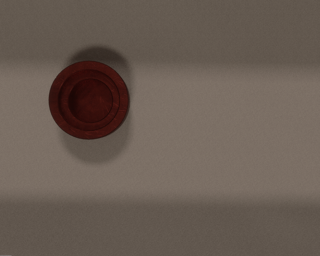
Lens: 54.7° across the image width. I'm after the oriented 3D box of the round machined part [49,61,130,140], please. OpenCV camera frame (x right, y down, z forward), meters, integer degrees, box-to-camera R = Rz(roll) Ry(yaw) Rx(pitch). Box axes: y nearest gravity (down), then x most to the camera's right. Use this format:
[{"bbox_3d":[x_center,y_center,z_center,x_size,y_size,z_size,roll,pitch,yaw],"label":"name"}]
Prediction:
[{"bbox_3d":[-0.088,-0.035,0.402,0.099,0.042,0.097,0,90,-1],"label":"round machined part"}]
